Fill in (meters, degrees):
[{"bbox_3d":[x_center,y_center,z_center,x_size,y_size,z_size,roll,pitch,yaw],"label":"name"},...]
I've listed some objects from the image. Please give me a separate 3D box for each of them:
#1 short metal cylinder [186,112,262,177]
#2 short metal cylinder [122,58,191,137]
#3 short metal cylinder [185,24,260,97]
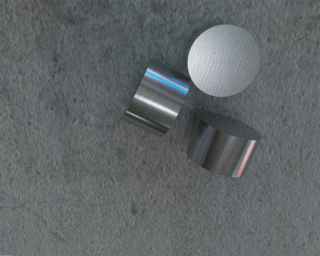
[{"bbox_3d":[0.079,0.019,0.389,0.080,0.080,0.050,16,109,-6],"label":"short metal cylinder"},{"bbox_3d":[-0.006,-0.035,0.367,0.050,0.080,0.080,25,108,-9],"label":"short metal cylinder"},{"bbox_3d":[0.071,-0.082,0.367,0.081,0.050,0.079,0,110,-1],"label":"short metal cylinder"}]
